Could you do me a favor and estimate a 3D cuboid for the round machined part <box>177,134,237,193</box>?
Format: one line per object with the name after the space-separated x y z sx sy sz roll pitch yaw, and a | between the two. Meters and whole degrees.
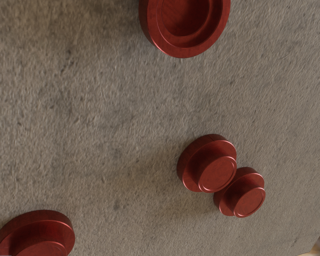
0.079 0.061 0.479 0.099 0.042 0.097 -14 125 -21 | round machined part

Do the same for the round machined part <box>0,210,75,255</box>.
-0.161 0.159 0.407 0.099 0.042 0.097 -14 125 -21 | round machined part

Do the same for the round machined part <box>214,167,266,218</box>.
0.149 0.122 0.555 0.099 0.042 0.097 -14 125 -21 | round machined part

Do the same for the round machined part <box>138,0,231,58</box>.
0.023 -0.128 0.330 0.099 0.042 0.097 -14 125 -21 | round machined part
